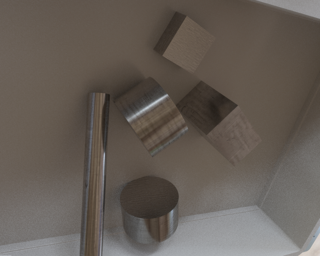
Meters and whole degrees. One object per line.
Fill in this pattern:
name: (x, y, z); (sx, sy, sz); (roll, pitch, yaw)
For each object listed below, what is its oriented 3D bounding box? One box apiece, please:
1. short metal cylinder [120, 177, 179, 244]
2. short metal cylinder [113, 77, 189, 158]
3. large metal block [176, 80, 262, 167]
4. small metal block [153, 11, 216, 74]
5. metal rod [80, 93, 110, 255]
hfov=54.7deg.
short metal cylinder: (-0.014, 0.114, 0.438); (0.081, 0.080, 0.050); (-15, 125, -21)
short metal cylinder: (-0.011, -0.012, 0.361); (0.050, 0.080, 0.080); (-35, 129, -6)
large metal block: (0.077, -0.007, 0.413); (0.050, 0.080, 0.080); (-44, 130, 2)
small metal block: (0.029, -0.099, 0.365); (0.050, 0.025, 0.050); (23, 106, -37)
metal rod: (-0.076, 0.110, 0.348); (0.025, 0.025, 0.298); (3, 89, -30)
